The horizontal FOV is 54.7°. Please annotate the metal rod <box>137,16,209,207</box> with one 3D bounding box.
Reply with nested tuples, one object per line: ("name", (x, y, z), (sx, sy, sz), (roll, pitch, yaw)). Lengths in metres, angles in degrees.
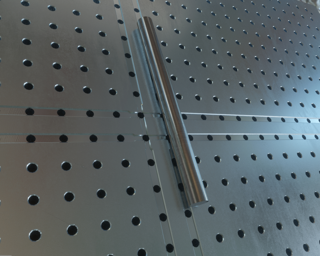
("metal rod", (0.011, -0.039, 0.439), (0.025, 0.025, 0.299), (-1, 62, -29))
